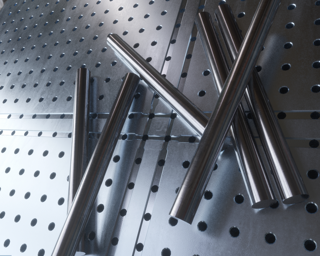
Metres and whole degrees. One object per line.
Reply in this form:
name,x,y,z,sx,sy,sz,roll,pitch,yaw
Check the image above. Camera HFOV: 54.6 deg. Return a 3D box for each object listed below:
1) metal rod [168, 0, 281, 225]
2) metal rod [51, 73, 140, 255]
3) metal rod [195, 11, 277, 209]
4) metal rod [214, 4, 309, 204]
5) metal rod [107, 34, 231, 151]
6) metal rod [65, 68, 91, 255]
metal rod,0.082,-0.037,0.355,0.025,0.025,0.300,14,69,34
metal rod,-0.080,0.047,0.403,0.025,0.025,0.300,-1,55,28
metal rod,0.085,-0.046,0.392,0.025,0.025,0.300,-20,54,16
metal rod,0.112,-0.054,0.382,0.025,0.025,0.300,-20,54,16
metal rod,-0.005,-0.068,0.453,0.025,0.025,0.300,-42,51,0
metal rod,-0.117,0.028,0.454,0.025,0.025,0.300,-19,54,17
